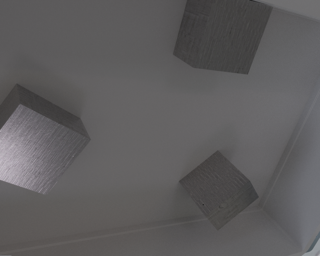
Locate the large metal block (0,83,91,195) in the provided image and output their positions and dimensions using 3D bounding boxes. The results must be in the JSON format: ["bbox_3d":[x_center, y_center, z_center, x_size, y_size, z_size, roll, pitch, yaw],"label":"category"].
[{"bbox_3d":[-0.135,0.014,0.327,0.080,0.050,0.080,34,99,-39],"label":"large metal block"}]

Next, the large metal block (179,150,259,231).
[{"bbox_3d":[0.090,0.095,0.481,0.080,0.080,0.050,-38,129,-3],"label":"large metal block"}]

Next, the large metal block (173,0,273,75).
[{"bbox_3d":[0.071,-0.112,0.361,0.081,0.050,0.079,1,118,-29],"label":"large metal block"}]
